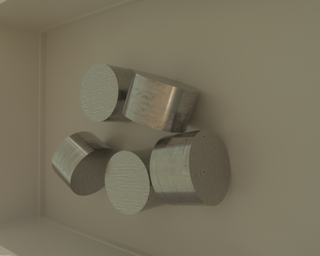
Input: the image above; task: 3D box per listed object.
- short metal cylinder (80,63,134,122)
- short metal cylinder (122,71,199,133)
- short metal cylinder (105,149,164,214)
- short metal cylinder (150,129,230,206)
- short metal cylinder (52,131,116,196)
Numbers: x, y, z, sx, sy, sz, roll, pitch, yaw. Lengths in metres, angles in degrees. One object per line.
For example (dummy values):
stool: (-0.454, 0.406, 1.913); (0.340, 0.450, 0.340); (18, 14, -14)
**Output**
short metal cylinder: (-0.068, -0.048, 0.442); (0.080, 0.050, 0.079); (0, 90, 39)
short metal cylinder: (0.001, -0.032, 0.368); (0.080, 0.081, 0.050); (27, 107, 36)
short metal cylinder: (-0.027, 0.068, 0.408); (0.080, 0.050, 0.079); (0, 90, 39)
short metal cylinder: (0.034, 0.044, 0.339); (0.050, 0.081, 0.080); (-12, 83, 39)
short metal cylinder: (-0.109, 0.052, 0.455); (0.050, 0.081, 0.079); (34, 111, 34)
